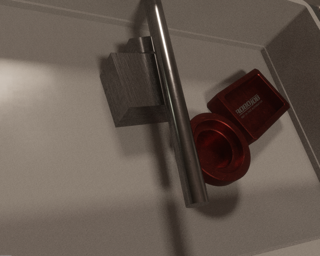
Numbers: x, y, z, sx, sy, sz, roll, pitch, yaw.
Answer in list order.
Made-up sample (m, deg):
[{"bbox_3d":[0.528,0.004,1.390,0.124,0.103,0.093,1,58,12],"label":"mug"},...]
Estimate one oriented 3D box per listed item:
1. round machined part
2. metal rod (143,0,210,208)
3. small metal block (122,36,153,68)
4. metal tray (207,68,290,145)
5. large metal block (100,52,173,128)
[{"bbox_3d":[0.068,0.032,0.414,0.099,0.042,0.098,14,56,-21],"label":"round machined part"},{"bbox_3d":[0.014,-0.053,0.382,0.025,0.025,0.299,3,61,-27],"label":"metal rod"},{"bbox_3d":[-0.026,-0.103,0.440,0.050,0.050,0.025,-20,73,-36],"label":"small metal block"},{"bbox_3d":[0.148,-0.037,0.506,0.131,0.030,0.090,-34,81,-38],"label":"metal tray"},{"bbox_3d":[-0.025,-0.051,0.409,0.081,0.050,0.080,-7,65,-31],"label":"large metal block"}]
